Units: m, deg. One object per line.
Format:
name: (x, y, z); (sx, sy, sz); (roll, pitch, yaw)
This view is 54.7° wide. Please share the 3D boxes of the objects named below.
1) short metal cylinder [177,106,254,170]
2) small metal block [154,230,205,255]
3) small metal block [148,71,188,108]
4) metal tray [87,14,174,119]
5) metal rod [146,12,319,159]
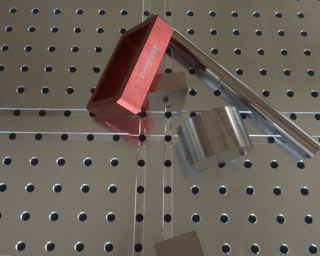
short metal cylinder: (0.066, 0.015, 0.378); (0.081, 0.080, 0.050); (-16, 71, -6)
small metal block: (0.025, 0.151, 0.357); (0.050, 0.025, 0.050); (-16, 71, -6)
small metal block: (0.008, -0.050, 0.417); (0.050, 0.050, 0.025); (-7, 71, -3)
metal tray: (-0.040, -0.077, 0.405); (0.030, 0.090, 0.130); (33, 68, -31)
metal rod: (0.094, -0.067, 0.437); (0.300, 0.025, 0.025); (42, 75, 13)
